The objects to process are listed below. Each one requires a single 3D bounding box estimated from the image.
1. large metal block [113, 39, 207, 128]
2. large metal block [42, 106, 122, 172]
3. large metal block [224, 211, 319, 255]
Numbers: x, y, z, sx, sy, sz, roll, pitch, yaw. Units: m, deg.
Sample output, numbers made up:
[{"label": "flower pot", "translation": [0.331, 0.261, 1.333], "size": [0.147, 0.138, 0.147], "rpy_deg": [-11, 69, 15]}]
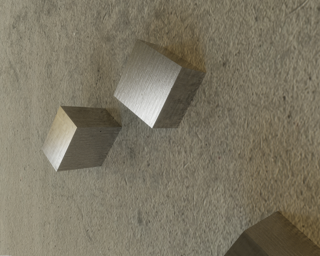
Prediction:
[{"label": "large metal block", "translation": [-0.002, -0.055, 0.391], "size": [0.080, 0.050, 0.079], "rpy_deg": [40, 114, 32]}, {"label": "large metal block", "translation": [-0.117, 0.015, 0.466], "size": [0.050, 0.081, 0.080], "rpy_deg": [45, 117, 30]}, {"label": "large metal block", "translation": [0.110, 0.129, 0.278], "size": [0.080, 0.081, 0.050], "rpy_deg": [43, 116, 31]}]
